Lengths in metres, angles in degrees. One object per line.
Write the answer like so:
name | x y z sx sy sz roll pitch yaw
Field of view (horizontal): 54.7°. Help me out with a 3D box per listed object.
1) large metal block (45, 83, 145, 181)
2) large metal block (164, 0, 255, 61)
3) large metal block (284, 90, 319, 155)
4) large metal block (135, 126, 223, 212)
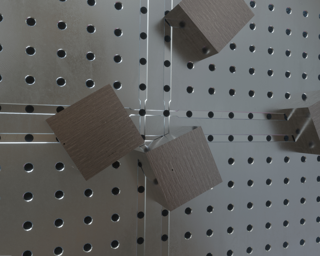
large metal block | -0.078 0.004 0.371 0.080 0.050 0.080 -34 101 -17
large metal block | 0.067 -0.154 0.425 0.080 0.050 0.080 47 75 -15
large metal block | 0.259 -0.012 0.498 0.081 0.050 0.080 -26 99 -18
large metal block | 0.024 0.050 0.409 0.081 0.050 0.080 -25 99 -19
